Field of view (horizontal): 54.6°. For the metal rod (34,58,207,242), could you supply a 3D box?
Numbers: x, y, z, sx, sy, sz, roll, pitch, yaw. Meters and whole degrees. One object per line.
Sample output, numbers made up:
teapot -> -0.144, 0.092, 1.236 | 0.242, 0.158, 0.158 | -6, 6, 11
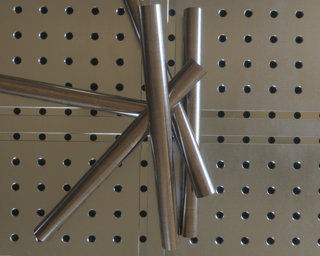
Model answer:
metal rod -> -0.056, 0.034, 0.386 | 0.025, 0.025, 0.299 | 43, 100, 0

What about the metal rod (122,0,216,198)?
metal rod -> 0.005, -0.057, 0.397 | 0.025, 0.025, 0.299 | -20, 84, 0

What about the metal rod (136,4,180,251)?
metal rod -> 0.002, 0.017, 0.360 | 0.025, 0.025, 0.298 | -5, 112, 0

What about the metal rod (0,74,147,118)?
metal rod -> -0.144, -0.047, 0.412 | 0.302, 0.025, 0.025 | 10, 90, 0

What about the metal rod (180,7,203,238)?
metal rod -> 0.041, -0.007, 0.413 | 0.025, 0.025, 0.298 | 1, 90, 0
